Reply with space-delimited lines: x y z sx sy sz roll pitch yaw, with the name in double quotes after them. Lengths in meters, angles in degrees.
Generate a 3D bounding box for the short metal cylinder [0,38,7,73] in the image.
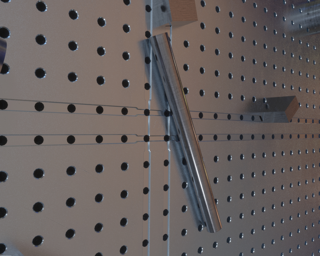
-0.161 -0.043 0.238 0.050 0.080 0.080 23 76 -38 "short metal cylinder"

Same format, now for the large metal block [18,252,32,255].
-0.114 0.178 0.297 0.080 0.050 0.080 40 66 -33 "large metal block"

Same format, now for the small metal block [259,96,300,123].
0.224 -0.035 0.580 0.050 0.050 0.025 -45 117 -31 "small metal block"

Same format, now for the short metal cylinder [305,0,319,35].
0.373 -0.257 0.704 0.081 0.050 0.080 0 90 -40 "short metal cylinder"

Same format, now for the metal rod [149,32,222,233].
0.041 0.016 0.442 0.025 0.025 0.298 -28 108 -37 "metal rod"

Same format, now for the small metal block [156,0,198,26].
0.022 -0.170 0.427 0.050 0.025 0.050 -18 101 -39 "small metal block"
